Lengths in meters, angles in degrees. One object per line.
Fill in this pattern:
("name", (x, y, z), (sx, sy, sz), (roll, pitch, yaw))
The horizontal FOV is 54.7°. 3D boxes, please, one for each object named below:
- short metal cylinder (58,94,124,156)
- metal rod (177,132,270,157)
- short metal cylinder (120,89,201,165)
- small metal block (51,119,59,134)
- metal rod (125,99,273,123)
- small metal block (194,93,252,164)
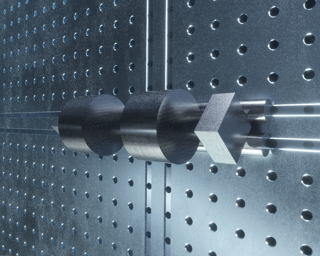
("short metal cylinder", (-0.087, -0.004, 0.417), (0.050, 0.081, 0.079), (1, 91, 40))
("metal rod", (-0.006, 0.014, 0.415), (0.300, 0.025, 0.025), (1, 91, 40))
("short metal cylinder", (0.003, -0.002, 0.342), (0.050, 0.081, 0.079), (1, 91, 40))
("small metal block", (-0.125, -0.004, 0.467), (0.025, 0.050, 0.050), (1, 49, 40))
("metal rod", (-0.004, -0.020, 0.413), (0.300, 0.025, 0.025), (1, 91, 40))
("small metal block", (0.065, 0.001, 0.310), (0.025, 0.050, 0.050), (1, 50, 40))
